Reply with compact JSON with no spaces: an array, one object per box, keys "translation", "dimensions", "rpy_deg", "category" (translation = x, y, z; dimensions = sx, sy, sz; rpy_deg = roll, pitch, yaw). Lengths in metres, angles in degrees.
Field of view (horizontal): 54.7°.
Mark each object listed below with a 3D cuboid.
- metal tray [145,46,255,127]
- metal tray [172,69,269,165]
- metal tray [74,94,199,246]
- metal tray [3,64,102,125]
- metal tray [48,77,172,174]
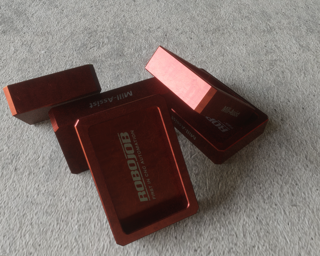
[{"translation":[0.053,-0.046,0.371],"dimensions":[0.090,0.030,0.131],"rpy_deg":[45,18,30],"category":"metal tray"},{"translation":[0.066,-0.022,0.420],"dimensions":[0.091,0.030,0.130],"rpy_deg":[-31,57,-24],"category":"metal tray"},{"translation":[-0.022,0.040,0.314],"dimensions":[0.091,0.030,0.129],"rpy_deg":[-20,98,-16],"category":"metal tray"},{"translation":[-0.123,-0.036,0.372],"dimensions":[0.091,0.130,0.030],"rpy_deg":[-19,92,-16],"category":"metal tray"},{"translation":[-0.052,-0.002,0.363],"dimensions":[0.131,0.089,0.030],"rpy_deg":[-20,53,-16],"category":"metal tray"}]
